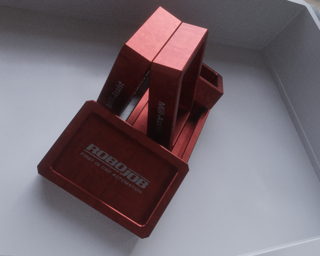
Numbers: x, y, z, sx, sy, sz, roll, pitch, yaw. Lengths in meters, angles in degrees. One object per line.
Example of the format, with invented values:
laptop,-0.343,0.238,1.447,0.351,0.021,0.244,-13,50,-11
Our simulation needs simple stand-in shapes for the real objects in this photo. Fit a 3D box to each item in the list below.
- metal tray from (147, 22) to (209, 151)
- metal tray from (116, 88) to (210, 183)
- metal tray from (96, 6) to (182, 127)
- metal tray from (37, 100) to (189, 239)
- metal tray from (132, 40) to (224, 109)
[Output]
metal tray,0.018,-0.041,0.357,0.030,0.129,0.090,20,50,12
metal tray,0.005,-0.003,0.406,0.090,0.030,0.130,34,51,-6
metal tray,-0.031,-0.065,0.359,0.030,0.129,0.090,34,51,-5
metal tray,-0.046,0.043,0.328,0.130,0.030,0.090,35,75,-6
metal tray,0.030,-0.088,0.450,0.130,0.030,0.090,34,26,-6
